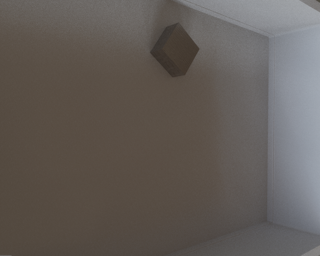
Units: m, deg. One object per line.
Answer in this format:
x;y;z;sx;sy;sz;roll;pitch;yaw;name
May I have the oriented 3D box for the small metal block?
0.021;-0.107;0.427;0.050;0.025;0.050;43;64;-32;small metal block
